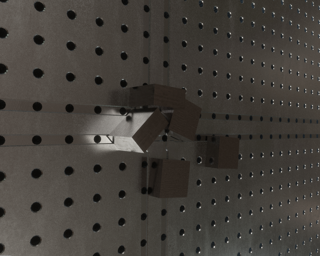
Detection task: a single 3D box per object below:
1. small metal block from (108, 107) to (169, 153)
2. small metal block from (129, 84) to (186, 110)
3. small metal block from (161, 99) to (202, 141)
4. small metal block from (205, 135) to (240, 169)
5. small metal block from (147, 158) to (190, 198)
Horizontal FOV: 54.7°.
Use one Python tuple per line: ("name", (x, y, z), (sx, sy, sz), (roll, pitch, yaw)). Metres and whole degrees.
("small metal block", (-0.026, 0.002, 0.373), (0.050, 0.050, 0.025), (-50, 120, -28))
("small metal block", (-0.004, -0.038, 0.392), (0.050, 0.050, 0.025), (4, 87, -40))
("small metal block", (0.028, -0.013, 0.435), (0.050, 0.025, 0.050), (26, 74, -37))
("small metal block", (0.101, 0.039, 0.497), (0.050, 0.025, 0.050), (7, 85, -40))
("small metal block", (0.013, 0.068, 0.422), (0.050, 0.025, 0.050), (9, 84, -40))
